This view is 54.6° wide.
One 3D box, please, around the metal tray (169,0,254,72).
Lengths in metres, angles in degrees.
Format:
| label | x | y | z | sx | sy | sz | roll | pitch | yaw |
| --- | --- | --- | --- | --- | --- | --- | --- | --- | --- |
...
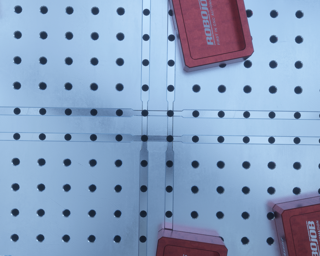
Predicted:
| label | x | y | z | sx | sy | sz | roll | pitch | yaw |
| --- | --- | --- | --- | --- | --- | --- | --- | --- | --- |
| metal tray | 0.064 | -0.148 | 0.411 | 0.090 | 0.030 | 0.129 | -12 | 90 | 0 |

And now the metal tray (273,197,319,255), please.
| label | x | y | z | sx | sy | sz | roll | pitch | yaw |
| --- | --- | --- | --- | --- | --- | --- | --- | --- | --- |
| metal tray | 0.211 | 0.161 | 0.412 | 0.090 | 0.030 | 0.129 | -10 | 90 | 0 |

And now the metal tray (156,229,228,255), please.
| label | x | y | z | sx | sy | sz | roll | pitch | yaw |
| --- | --- | --- | --- | --- | --- | --- | --- | --- | --- |
| metal tray | 0.034 | 0.208 | 0.411 | 0.090 | 0.030 | 0.129 | 8 | 90 | 0 |
